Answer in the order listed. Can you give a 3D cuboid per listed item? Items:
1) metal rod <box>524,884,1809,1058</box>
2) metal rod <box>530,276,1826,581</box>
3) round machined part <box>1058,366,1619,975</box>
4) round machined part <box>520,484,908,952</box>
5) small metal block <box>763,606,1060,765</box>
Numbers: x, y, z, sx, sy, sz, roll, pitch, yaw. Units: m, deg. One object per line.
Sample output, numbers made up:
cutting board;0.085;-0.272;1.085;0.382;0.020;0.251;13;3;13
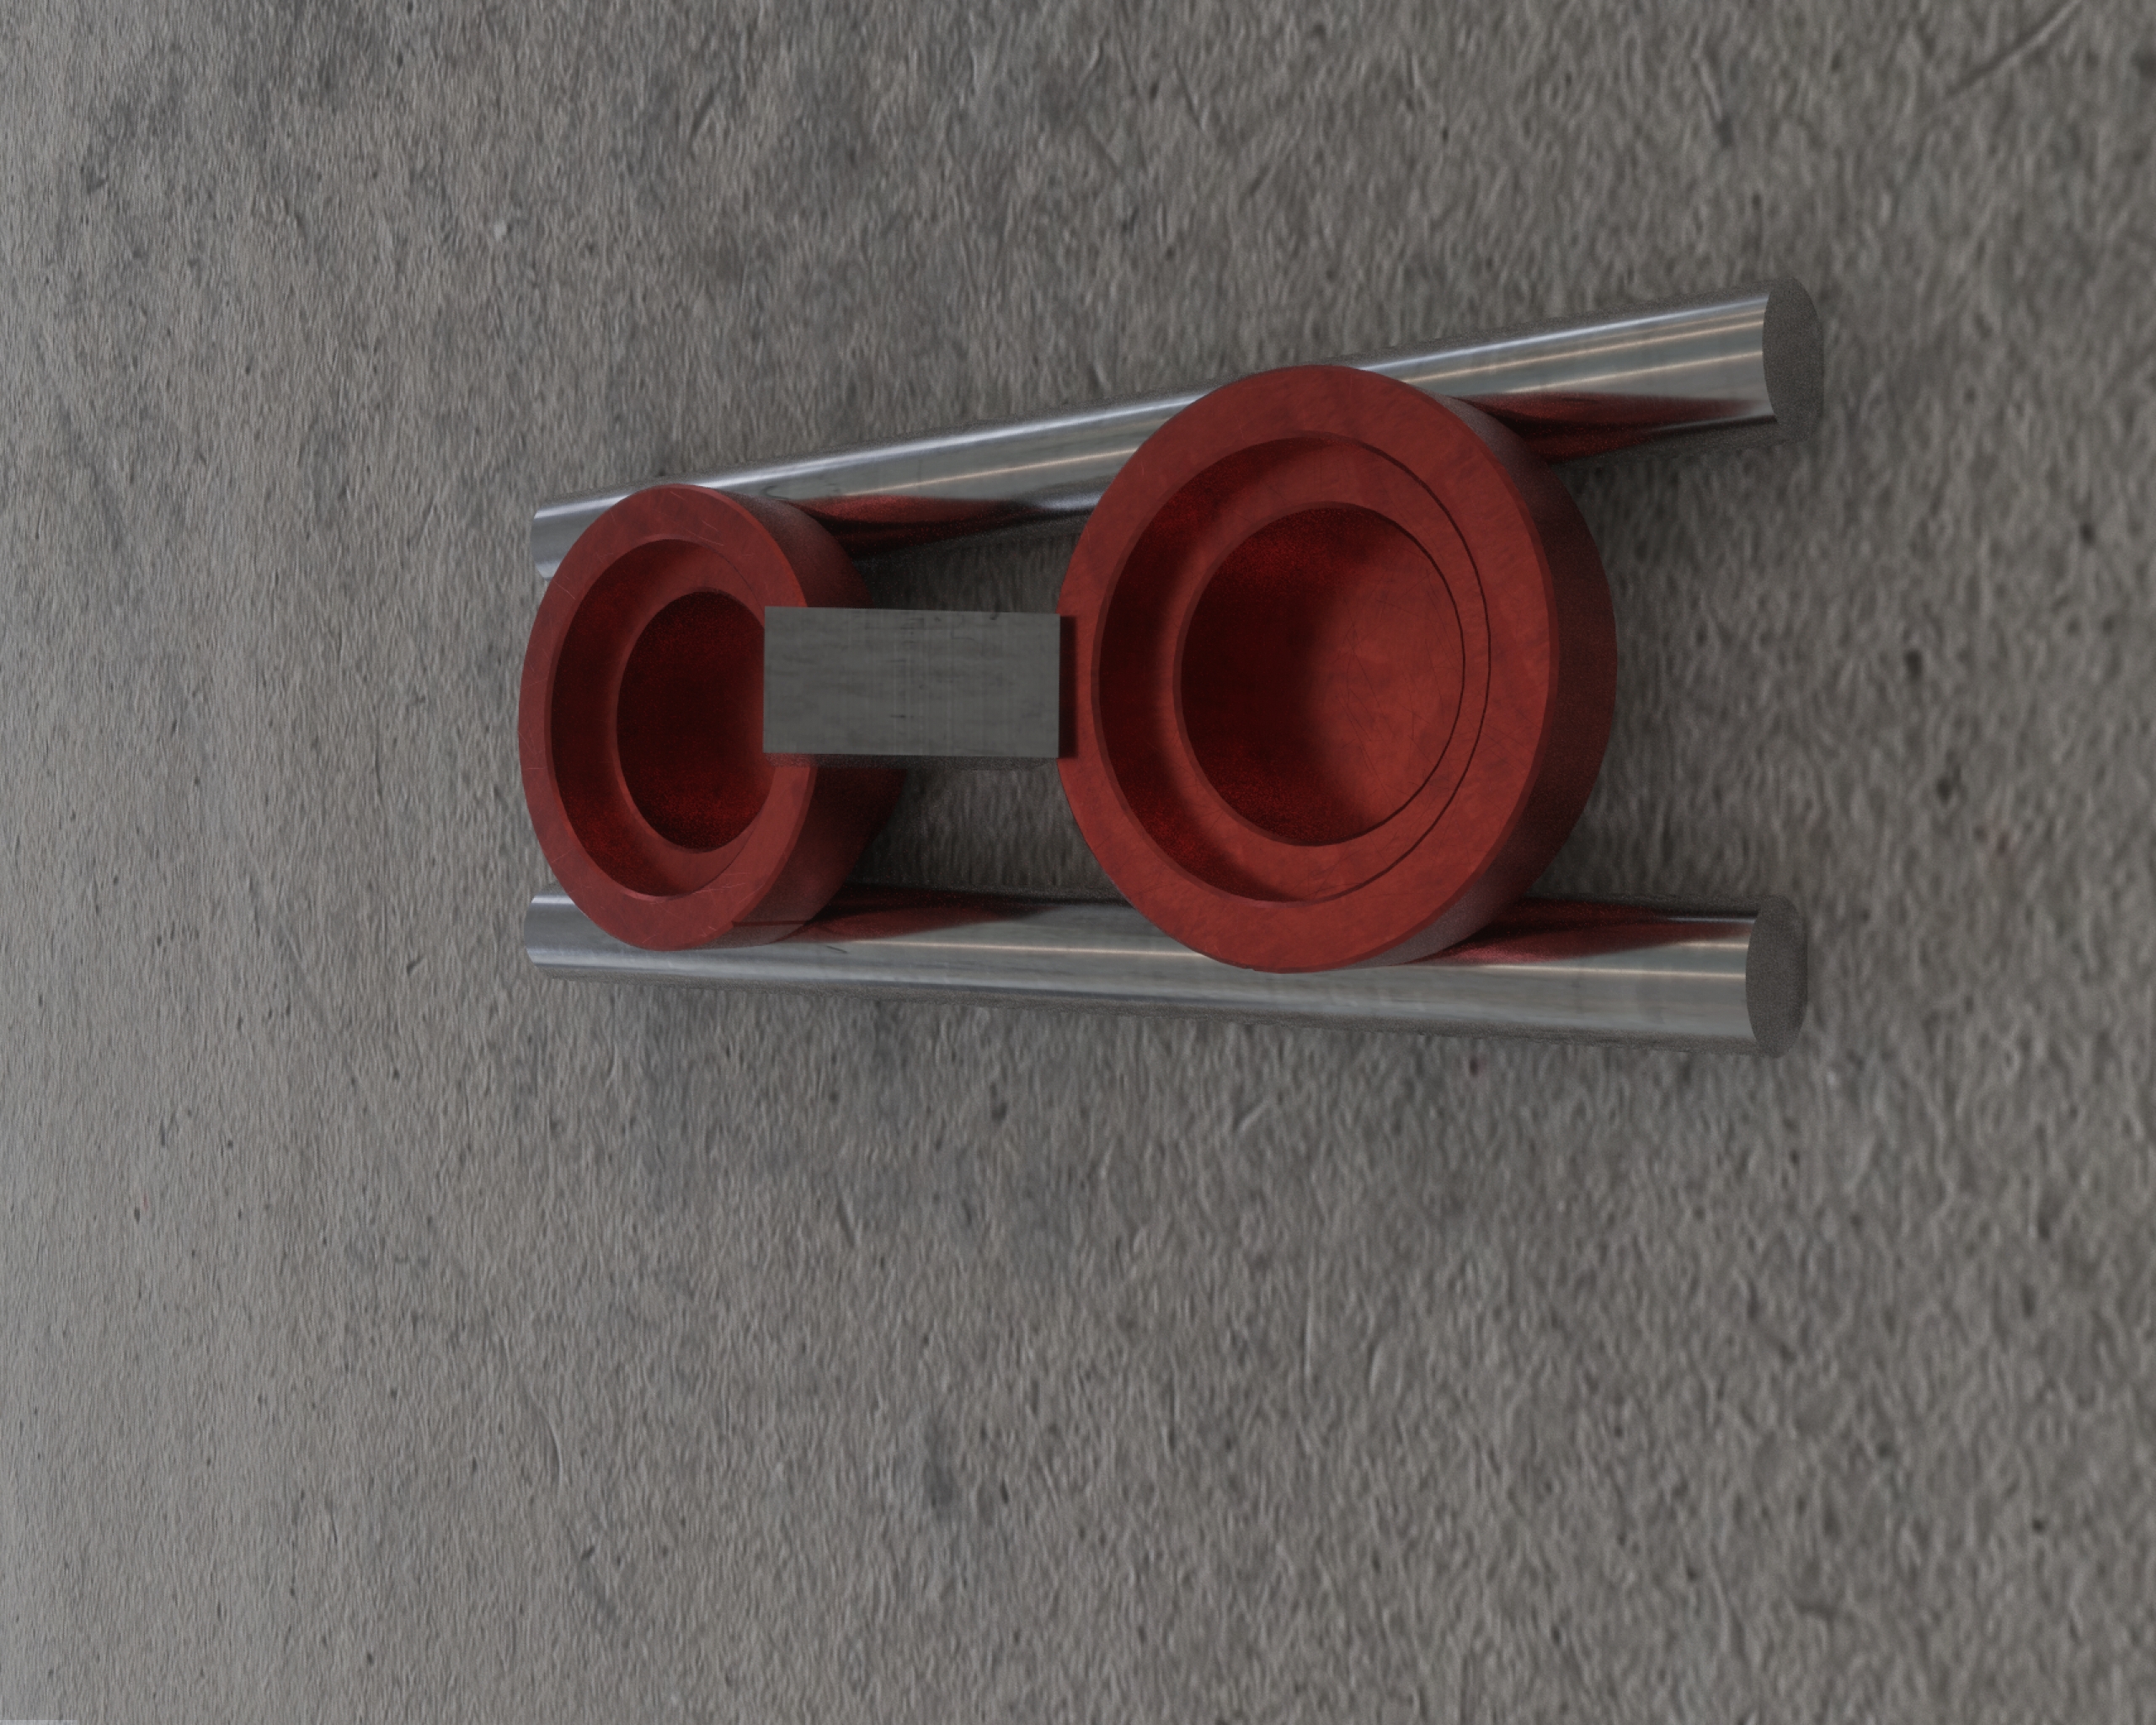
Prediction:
metal rod;-0.009;0.017;0.413;0.300;0.025;0.025;0;90;40
metal rod;-0.007;-0.077;0.412;0.300;0.025;0.025;0;90;40
round machined part;0.046;-0.031;0.351;0.098;0.042;0.097;0;90;40
round machined part;-0.074;-0.030;0.451;0.098;0.042;0.097;0;90;40
small metal block;-0.031;-0.031;0.382;0.050;0.050;0.025;178;93;-83
